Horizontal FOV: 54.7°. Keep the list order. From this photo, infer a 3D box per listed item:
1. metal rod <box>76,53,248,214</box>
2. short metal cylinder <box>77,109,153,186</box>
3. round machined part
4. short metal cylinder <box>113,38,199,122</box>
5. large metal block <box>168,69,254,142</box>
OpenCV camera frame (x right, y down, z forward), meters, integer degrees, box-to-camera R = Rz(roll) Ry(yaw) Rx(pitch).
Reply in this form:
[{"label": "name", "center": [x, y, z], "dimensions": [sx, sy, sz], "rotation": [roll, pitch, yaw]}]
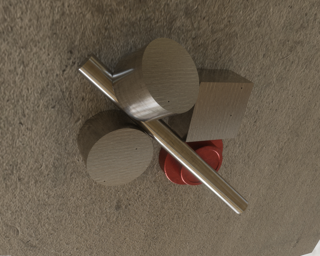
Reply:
[{"label": "metal rod", "center": [0.020, 0.023, 0.389], "dimensions": [0.025, 0.025, 0.300], "rotation": [-45, 116, 3]}, {"label": "short metal cylinder", "center": [-0.055, 0.023, 0.378], "dimensions": [0.081, 0.050, 0.079], "rotation": [-14, 124, -21]}, {"label": "round machined part", "center": [0.051, 0.045, 0.452], "dimensions": [0.099, 0.042, 0.097], "rotation": [-14, 124, -21]}, {"label": "short metal cylinder", "center": [-0.003, -0.050, 0.335], "dimensions": [0.081, 0.050, 0.080], "rotation": [11, 74, -40]}, {"label": "large metal block", "center": [0.064, -0.031, 0.406], "dimensions": [0.081, 0.050, 0.079], "rotation": [-3, 120, -27]}]
